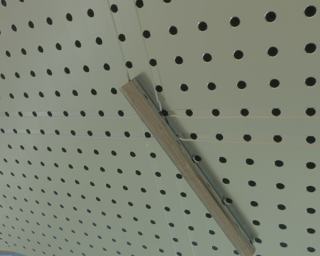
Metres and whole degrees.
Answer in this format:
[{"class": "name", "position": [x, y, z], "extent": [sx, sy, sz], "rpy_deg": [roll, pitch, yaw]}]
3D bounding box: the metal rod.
[{"class": "metal rod", "position": [0.043, 0.062, 0.425], "extent": [0.025, 0.025, 0.299], "rpy_deg": [-27, 104, 37]}]
